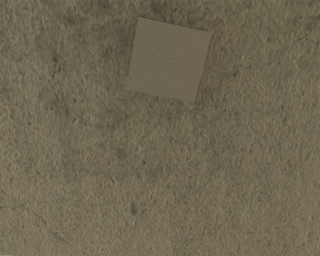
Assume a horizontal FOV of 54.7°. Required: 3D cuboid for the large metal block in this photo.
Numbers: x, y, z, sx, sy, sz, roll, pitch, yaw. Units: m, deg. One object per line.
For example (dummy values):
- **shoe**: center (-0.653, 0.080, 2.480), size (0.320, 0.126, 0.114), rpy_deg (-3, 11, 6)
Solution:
- **large metal block**: center (0.008, -0.082, 0.366), size (0.081, 0.050, 0.079), rpy_deg (11, 110, -5)
